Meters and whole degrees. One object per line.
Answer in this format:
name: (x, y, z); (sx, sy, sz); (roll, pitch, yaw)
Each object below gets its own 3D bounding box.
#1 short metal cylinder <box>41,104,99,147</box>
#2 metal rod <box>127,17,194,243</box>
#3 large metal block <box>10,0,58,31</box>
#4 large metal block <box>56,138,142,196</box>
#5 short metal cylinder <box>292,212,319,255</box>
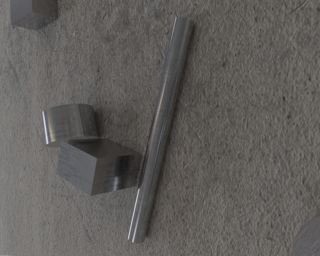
short metal cylinder: (-0.140, -0.002, 0.485); (0.080, 0.081, 0.050); (-19, 78, 38)
metal rod: (-0.002, 0.010, 0.406); (0.025, 0.025, 0.298); (20, 103, 38)
large metal block: (-0.240, -0.240, 0.587); (0.080, 0.050, 0.080); (-6, 87, 40)
large metal block: (-0.086, 0.051, 0.440); (0.080, 0.081, 0.050); (19, 102, 38)
short metal cylinder: (0.159, 0.106, 0.257); (0.080, 0.050, 0.080); (0, 90, 40)
